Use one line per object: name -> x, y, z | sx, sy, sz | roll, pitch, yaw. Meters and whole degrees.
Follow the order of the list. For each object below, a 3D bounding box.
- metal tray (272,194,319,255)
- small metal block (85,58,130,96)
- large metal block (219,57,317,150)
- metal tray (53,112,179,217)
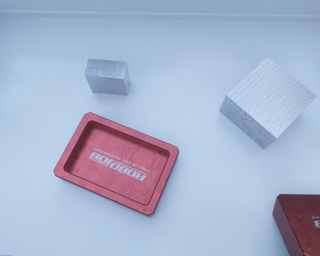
metal tray -> 0.204, 0.115, 0.340 | 0.131, 0.030, 0.090 | 1, 29, 0
small metal block -> -0.070, -0.068, 0.420 | 0.050, 0.050, 0.025 | 6, 70, 2
large metal block -> 0.140, -0.032, 0.410 | 0.080, 0.050, 0.080 | -42, 76, -14
metal tray -> -0.052, 0.045, 0.389 | 0.131, 0.030, 0.090 | 22, 71, 7
